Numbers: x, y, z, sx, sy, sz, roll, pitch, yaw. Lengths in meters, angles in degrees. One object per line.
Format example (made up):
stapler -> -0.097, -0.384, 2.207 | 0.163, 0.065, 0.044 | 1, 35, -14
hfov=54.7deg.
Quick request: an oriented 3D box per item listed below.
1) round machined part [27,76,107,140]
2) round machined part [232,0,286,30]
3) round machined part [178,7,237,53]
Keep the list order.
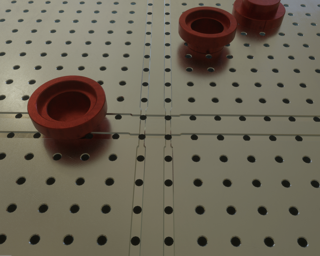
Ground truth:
round machined part -> -0.120, -0.023, 0.414 | 0.099, 0.042, 0.098 | 0, 50, 0
round machined part -> 0.191, -0.233, 0.595 | 0.099, 0.042, 0.098 | 0, 50, 0
round machined part -> 0.081, -0.167, 0.538 | 0.099, 0.042, 0.098 | 0, 50, 0
